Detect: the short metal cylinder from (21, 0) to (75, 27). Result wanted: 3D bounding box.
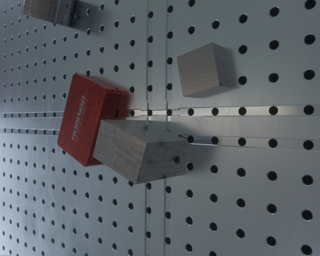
[{"bbox_3d":[-0.191,-0.209,0.531,0.080,0.081,0.050,27,107,37],"label":"short metal cylinder"}]

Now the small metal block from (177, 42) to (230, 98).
[{"bbox_3d":[0.051,-0.067,0.368,0.050,0.025,0.050,-14,81,39],"label":"small metal block"}]

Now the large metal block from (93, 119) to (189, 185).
[{"bbox_3d":[-0.024,0.026,0.393,0.080,0.081,0.050,25,106,37],"label":"large metal block"}]

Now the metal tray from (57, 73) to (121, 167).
[{"bbox_3d":[-0.119,-0.014,0.504,0.090,0.030,0.129,29,108,36],"label":"metal tray"}]
